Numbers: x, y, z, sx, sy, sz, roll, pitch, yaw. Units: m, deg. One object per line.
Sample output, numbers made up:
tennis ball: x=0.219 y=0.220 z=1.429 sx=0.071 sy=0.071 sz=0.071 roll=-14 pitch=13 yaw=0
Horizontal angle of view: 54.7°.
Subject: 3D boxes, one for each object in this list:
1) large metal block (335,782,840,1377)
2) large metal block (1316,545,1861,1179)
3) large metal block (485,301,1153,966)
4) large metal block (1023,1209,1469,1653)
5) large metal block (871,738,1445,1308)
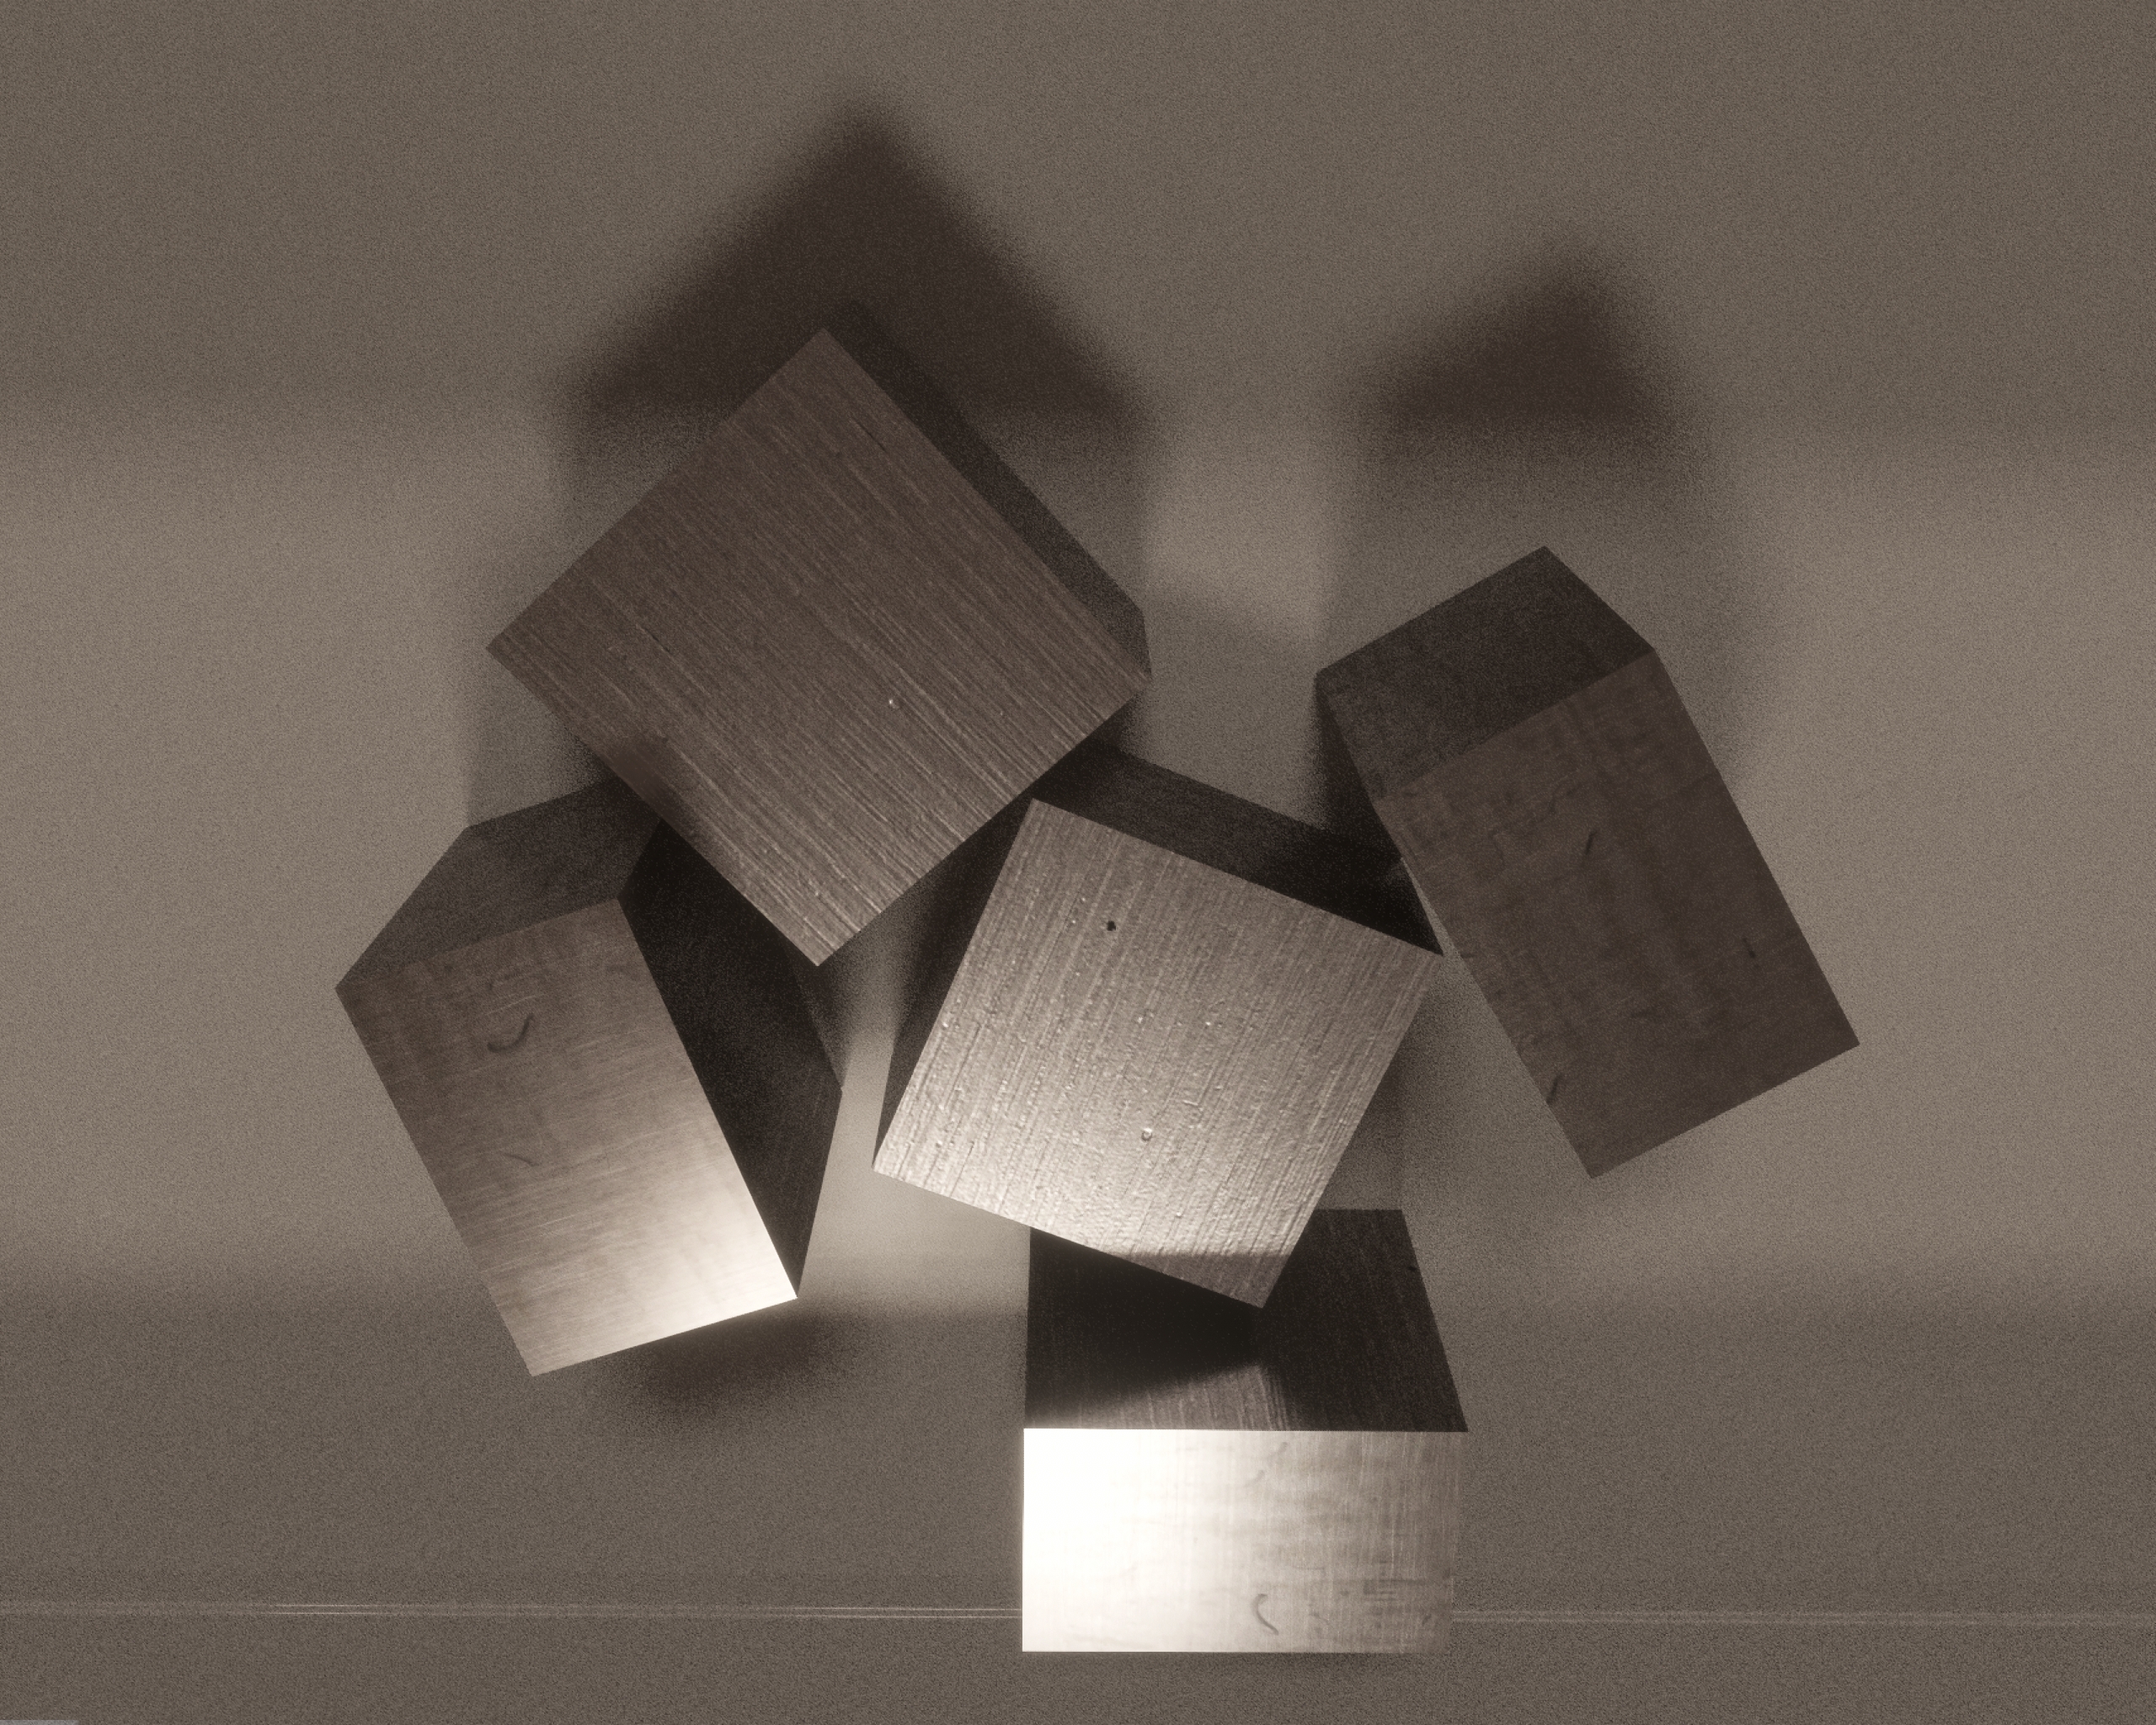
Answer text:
large metal block: x=-0.086 y=0.035 z=0.392 sx=0.050 sy=0.080 sz=0.080 roll=-18 pitch=109 yaw=6
large metal block: x=0.089 y=-0.003 z=0.380 sx=0.050 sy=0.080 sz=0.080 roll=-29 pitch=108 yaw=10
large metal block: x=-0.044 y=-0.043 z=0.380 sx=0.080 sy=0.050 sz=0.080 roll=-40 pitch=106 yaw=13
large metal block: x=0.030 y=0.112 z=0.423 sx=0.081 sy=0.080 sz=0.050 roll=1 pitch=110 yaw=-1
large metal block: x=0.014 y=0.029 z=0.407 sx=0.080 sy=0.050 sz=0.079 roll=21 pitch=109 yaw=-8
